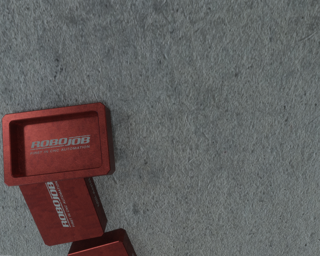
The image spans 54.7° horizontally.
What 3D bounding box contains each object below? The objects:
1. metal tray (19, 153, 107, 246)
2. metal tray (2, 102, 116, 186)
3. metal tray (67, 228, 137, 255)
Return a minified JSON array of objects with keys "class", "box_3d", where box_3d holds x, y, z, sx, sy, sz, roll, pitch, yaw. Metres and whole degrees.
[{"class":"metal tray","box_3d":[-0.138,0.102,0.443,0.090,0.030,0.129,-12,110,4]},{"class":"metal tray","box_3d":[-0.127,0.021,0.392,0.131,0.030,0.090,-7,81,2]},{"class":"metal tray","box_3d":[-0.078,0.229,0.491,0.090,0.030,0.129,-17,109,6]}]
